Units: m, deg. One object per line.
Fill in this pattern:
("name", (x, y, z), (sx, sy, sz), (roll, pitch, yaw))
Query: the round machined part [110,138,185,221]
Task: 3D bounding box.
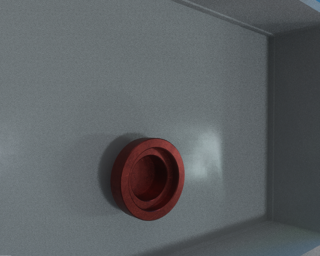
("round machined part", (-0.019, 0.060, 0.382), (0.099, 0.042, 0.097), (0, 90, -40))
